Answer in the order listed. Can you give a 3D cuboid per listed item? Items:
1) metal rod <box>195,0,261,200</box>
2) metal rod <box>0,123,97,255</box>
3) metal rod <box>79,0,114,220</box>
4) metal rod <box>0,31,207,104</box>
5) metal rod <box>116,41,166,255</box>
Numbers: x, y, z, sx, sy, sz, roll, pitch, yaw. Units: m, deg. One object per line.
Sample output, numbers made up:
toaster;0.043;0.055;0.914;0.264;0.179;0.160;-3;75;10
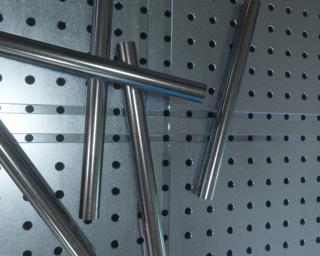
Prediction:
metal rod;0.101;-0.045;0.451;0.025;0.025;0.299;17;84;-20
metal rod;-0.166;0.038;0.351;0.025;0.025;0.299;-35;102;-17
metal rod;-0.078;-0.039;0.384;0.025;0.025;0.298;4;89;-20
metal rod;-0.091;-0.075;0.355;0.302;0.025;0.025;13;86;-11
metal rod;-0.023;0.040;0.405;0.025;0.025;0.298;-9;93;-20
